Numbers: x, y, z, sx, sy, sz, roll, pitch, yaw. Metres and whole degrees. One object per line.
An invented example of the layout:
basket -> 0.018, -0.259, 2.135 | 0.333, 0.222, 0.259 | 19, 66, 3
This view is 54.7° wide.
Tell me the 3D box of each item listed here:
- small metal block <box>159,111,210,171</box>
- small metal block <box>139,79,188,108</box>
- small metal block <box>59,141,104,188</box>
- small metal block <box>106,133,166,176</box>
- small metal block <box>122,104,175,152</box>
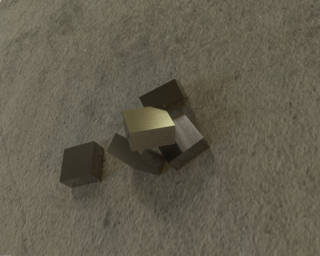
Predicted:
small metal block -> 0.024, 0.016, 0.381 | 0.050, 0.025, 0.050 | -37, 51, 2
small metal block -> 0.006, -0.040, 0.405 | 0.050, 0.050, 0.025 | -26, 89, 11
small metal block -> -0.107, 0.051, 0.427 | 0.050, 0.025, 0.050 | -15, 56, 19
small metal block -> -0.027, 0.033, 0.378 | 0.050, 0.050, 0.025 | 25, 89, 36
small metal block -> -0.014, -0.001, 0.359 | 0.050, 0.025, 0.050 | -10, 34, -12
